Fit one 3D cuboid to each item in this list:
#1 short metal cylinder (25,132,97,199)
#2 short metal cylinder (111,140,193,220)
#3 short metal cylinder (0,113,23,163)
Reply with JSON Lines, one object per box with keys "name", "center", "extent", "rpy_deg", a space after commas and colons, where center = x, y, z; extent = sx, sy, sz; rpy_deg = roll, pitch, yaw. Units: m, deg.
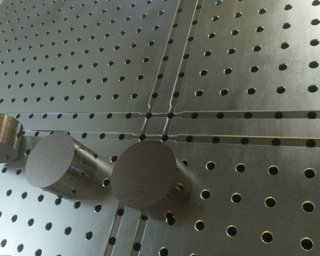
{"name": "short metal cylinder", "center": [-0.136, 0.052, 0.430], "extent": [0.080, 0.050, 0.080], "rpy_deg": [-13, 56, 20]}
{"name": "short metal cylinder", "center": [-0.009, 0.060, 0.359], "extent": [0.080, 0.050, 0.080], "rpy_deg": [-13, 56, 20]}
{"name": "short metal cylinder", "center": [-0.269, 0.017, 0.500], "extent": [0.080, 0.080, 0.050], "rpy_deg": [-17, 55, 18]}
